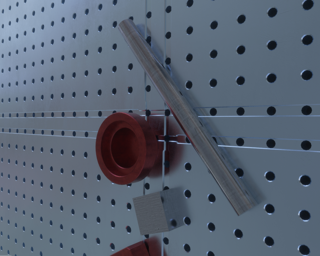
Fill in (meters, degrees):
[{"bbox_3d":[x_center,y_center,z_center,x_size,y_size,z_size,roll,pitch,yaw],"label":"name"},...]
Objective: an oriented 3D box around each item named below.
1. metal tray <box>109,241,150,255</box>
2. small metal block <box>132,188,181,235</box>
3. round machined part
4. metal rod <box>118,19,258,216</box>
[{"bbox_3d":[-0.058,0.231,0.451,0.130,0.030,0.090,-38,67,33],"label":"metal tray"},{"bbox_3d":[-0.005,0.112,0.412,0.050,0.025,0.050,-23,76,37],"label":"small metal block"},{"bbox_3d":[-0.042,0.027,0.431,0.098,0.042,0.097,0,90,39],"label":"round machined part"},{"bbox_3d":[0.022,-0.030,0.389,0.025,0.025,0.299,-46,63,30],"label":"metal rod"}]
